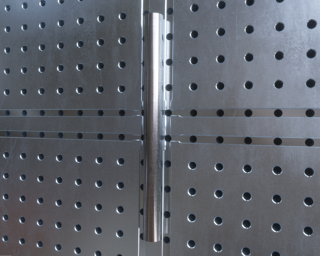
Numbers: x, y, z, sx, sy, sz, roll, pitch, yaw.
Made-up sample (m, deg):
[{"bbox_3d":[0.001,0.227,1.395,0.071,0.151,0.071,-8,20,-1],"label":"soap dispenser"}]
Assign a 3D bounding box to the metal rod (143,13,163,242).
[{"bbox_3d":[-0.009,-0.001,0.415,0.025,0.025,0.298,0,90,19],"label":"metal rod"}]
